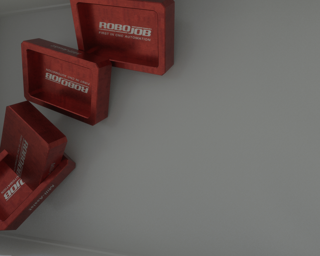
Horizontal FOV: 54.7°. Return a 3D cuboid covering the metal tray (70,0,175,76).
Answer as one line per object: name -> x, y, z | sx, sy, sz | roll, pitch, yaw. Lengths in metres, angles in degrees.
metal tray -> -0.048, -0.124, 0.400 | 0.130, 0.030, 0.089 | 14, 128, 19

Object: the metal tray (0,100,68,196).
metal tray -> -0.188, 0.037, 0.448 | 0.090, 0.030, 0.129 | 40, 127, 15

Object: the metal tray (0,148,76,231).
metal tray -> -0.202, 0.071, 0.454 | 0.090, 0.030, 0.130 | 40, 81, 16

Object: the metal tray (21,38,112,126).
metal tray -> -0.134, -0.066, 0.437 | 0.130, 0.030, 0.089 | 20, 120, 18
